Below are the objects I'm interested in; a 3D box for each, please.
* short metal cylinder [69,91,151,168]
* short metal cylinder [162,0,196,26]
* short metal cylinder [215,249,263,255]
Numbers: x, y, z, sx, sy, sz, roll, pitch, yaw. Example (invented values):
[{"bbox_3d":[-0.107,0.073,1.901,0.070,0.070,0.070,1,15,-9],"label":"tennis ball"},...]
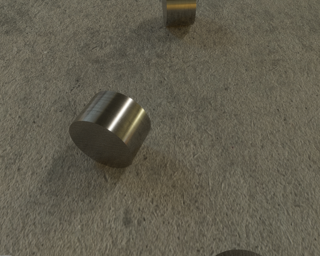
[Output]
[{"bbox_3d":[-0.058,0.003,0.365,0.080,0.080,0.050,18,52,14],"label":"short metal cylinder"},{"bbox_3d":[0.033,-0.226,0.558,0.050,0.080,0.080,-5,50,-4],"label":"short metal cylinder"},{"bbox_3d":[0.067,0.151,0.260,0.080,0.050,0.080,0,50,0],"label":"short metal cylinder"}]
